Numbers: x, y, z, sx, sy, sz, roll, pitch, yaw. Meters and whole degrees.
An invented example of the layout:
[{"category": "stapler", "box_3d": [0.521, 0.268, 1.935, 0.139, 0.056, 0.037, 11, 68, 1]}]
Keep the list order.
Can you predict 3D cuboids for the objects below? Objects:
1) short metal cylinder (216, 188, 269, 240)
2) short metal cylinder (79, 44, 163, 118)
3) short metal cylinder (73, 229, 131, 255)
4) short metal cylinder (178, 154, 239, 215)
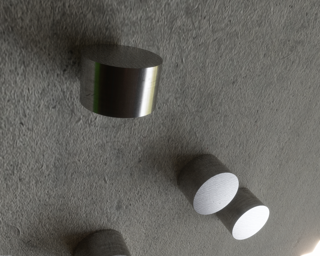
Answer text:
[{"category": "short metal cylinder", "box_3d": [0.152, 0.158, 0.571, 0.081, 0.050, 0.079, -14, 124, -21]}, {"category": "short metal cylinder", "box_3d": [-0.040, -0.050, 0.318, 0.081, 0.080, 0.050, -5, 121, -26]}, {"category": "short metal cylinder", "box_3d": [-0.085, 0.201, 0.469, 0.081, 0.050, 0.079, -14, 124, -21]}, {"category": "short metal cylinder", "box_3d": [0.075, 0.088, 0.486, 0.081, 0.050, 0.079, -14, 124, -21]}]
